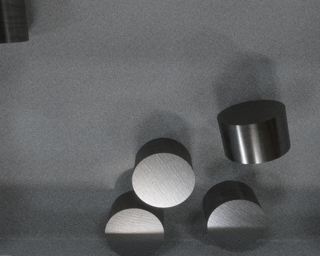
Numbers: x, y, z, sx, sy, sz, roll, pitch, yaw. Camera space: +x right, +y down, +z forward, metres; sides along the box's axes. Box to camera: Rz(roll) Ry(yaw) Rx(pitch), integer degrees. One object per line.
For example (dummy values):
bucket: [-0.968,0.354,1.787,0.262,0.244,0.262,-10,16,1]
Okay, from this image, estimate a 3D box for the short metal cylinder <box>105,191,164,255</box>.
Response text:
short metal cylinder: [-0.034,0.138,0.446,0.080,0.050,0.079,0,107,0]

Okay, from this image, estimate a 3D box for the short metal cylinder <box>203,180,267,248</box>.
short metal cylinder: [0.105,0.123,0.444,0.081,0.050,0.079,0,110,0]

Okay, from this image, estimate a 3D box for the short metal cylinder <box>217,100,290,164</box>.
short metal cylinder: [0.116,0.003,0.384,0.080,0.080,0.050,-14,110,5]

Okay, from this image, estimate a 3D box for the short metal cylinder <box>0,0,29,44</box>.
short metal cylinder: [-0.189,-0.120,0.336,0.081,0.080,0.050,1,110,-1]

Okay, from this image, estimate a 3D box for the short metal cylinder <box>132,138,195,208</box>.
short metal cylinder: [0.005,0.059,0.420,0.081,0.050,0.079,0,110,0]
